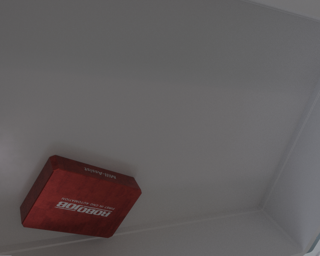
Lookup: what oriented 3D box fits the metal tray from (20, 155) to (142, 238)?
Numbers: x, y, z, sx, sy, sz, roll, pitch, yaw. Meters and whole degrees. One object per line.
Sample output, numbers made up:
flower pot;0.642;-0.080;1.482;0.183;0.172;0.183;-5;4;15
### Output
metal tray;-0.100;0.095;0.409;0.131;0.030;0.090;24;105;-37
